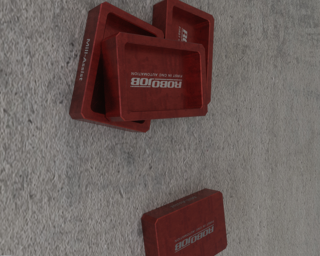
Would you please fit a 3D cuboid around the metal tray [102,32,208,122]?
[{"bbox_3d":[-0.001,-0.056,0.360,0.131,0.030,0.089,-5,94,-40],"label":"metal tray"}]

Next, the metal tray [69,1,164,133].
[{"bbox_3d":[-0.047,-0.065,0.361,0.091,0.030,0.129,14,81,-39],"label":"metal tray"}]

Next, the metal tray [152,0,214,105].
[{"bbox_3d":[0.032,-0.100,0.427,0.091,0.030,0.129,5,87,-40],"label":"metal tray"}]

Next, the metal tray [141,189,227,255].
[{"bbox_3d":[0.039,0.147,0.434,0.131,0.030,0.089,-11,97,-39],"label":"metal tray"}]
